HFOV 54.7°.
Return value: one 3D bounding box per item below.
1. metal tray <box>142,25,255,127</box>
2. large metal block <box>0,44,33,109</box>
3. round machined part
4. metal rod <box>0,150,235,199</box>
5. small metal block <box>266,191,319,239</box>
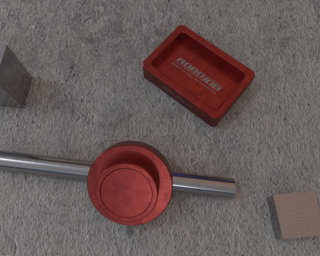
[{"bbox_3d":[0.052,-0.075,0.433,0.130,0.030,0.090,38,74,12],"label":"metal tray"},{"bbox_3d":[-0.226,-0.067,0.402,0.080,0.080,0.050,5,70,2],"label":"large metal block"},{"bbox_3d":[-0.035,0.066,0.352,0.099,0.042,0.097,1,100,3],"label":"round machined part"},{"bbox_3d":[-0.060,0.057,0.386,0.302,0.025,0.025,7,70,2],"label":"metal rod"},{"bbox_3d":[0.162,0.105,0.371,0.050,0.025,0.050,-5,70,-2],"label":"small metal block"}]
